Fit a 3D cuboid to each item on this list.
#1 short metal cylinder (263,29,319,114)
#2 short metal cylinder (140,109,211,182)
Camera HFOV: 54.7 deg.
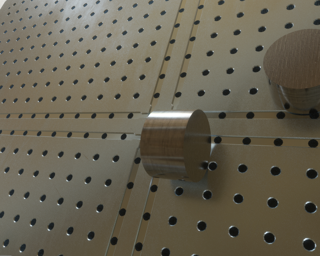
[{"bbox_3d":[0.161,-0.063,0.346,0.080,0.050,0.080,-13,56,21],"label":"short metal cylinder"},{"bbox_3d":[0.020,0.019,0.351,0.050,0.080,0.080,1,62,29],"label":"short metal cylinder"}]
